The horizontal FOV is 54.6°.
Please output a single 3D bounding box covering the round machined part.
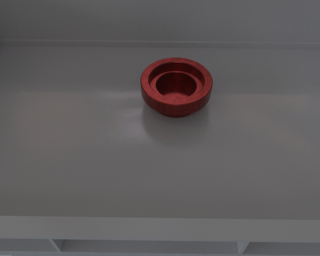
[{"bbox_3d":[0.023,-0.053,0.439,0.099,0.042,0.098,0,50,0],"label":"round machined part"}]
